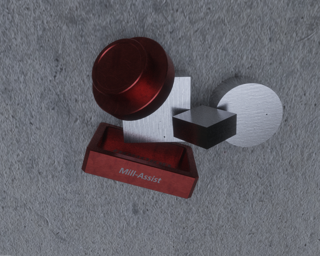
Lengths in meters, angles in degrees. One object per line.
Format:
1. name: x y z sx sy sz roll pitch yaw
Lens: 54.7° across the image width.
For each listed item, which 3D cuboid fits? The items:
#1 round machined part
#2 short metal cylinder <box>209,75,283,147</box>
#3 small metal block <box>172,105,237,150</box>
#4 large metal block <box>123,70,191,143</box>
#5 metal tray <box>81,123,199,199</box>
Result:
1. round machined part: -0.037 -0.061 0.349 0.098 0.098 0.042 -35 151 11
2. short metal cylinder: 0.105 -0.023 0.391 0.081 0.050 0.079 0 110 0
3. small metal block: 0.050 -0.003 0.348 0.050 0.050 0.025 -22 118 -37
4. large metal block: -0.005 -0.029 0.388 0.080 0.050 0.079 -1 110 0
5. metal tray: -0.022 0.037 0.389 0.131 0.090 0.030 16 110 -6
